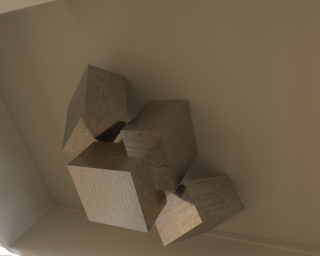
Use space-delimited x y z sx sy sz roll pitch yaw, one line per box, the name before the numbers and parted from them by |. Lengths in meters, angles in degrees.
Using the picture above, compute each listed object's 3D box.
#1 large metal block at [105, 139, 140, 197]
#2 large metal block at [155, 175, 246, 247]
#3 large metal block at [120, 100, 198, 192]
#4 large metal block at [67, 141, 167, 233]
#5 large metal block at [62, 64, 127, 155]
large metal block | -0.032 0.061 0.426 0.050 0.080 0.080 1 119 27
large metal block | 0.048 0.106 0.402 0.080 0.081 0.050 -48 55 39
large metal block | 0.003 0.019 0.380 0.050 0.080 0.080 1 119 27
large metal block | -0.046 0.064 0.350 0.080 0.050 0.080 2 119 27
large metal block | -0.083 -0.019 0.394 0.050 0.080 0.080 17 134 -26
